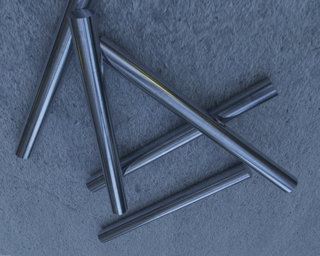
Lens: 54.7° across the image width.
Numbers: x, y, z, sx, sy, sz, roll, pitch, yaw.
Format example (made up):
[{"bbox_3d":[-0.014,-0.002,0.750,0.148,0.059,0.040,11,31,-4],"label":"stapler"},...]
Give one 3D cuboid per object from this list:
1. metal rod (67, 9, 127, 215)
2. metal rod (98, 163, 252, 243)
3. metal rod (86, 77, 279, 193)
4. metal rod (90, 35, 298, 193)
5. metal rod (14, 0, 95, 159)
[{"bbox_3d":[-0.067,0.009,0.380,0.025,0.025,0.298,-2,130,1],"label":"metal rod"},{"bbox_3d":[0.012,0.132,0.519,0.300,0.025,0.025,-31,124,23],"label":"metal rod"},{"bbox_3d":[0.014,0.020,0.423,0.300,0.025,0.025,-30,124,23],"label":"metal rod"},{"bbox_3d":[0.052,-0.007,0.371,0.301,0.025,0.025,34,122,-15],"label":"metal rod"},{"bbox_3d":[-0.118,-0.066,0.349,0.025,0.025,0.298,23,127,-18],"label":"metal rod"}]
